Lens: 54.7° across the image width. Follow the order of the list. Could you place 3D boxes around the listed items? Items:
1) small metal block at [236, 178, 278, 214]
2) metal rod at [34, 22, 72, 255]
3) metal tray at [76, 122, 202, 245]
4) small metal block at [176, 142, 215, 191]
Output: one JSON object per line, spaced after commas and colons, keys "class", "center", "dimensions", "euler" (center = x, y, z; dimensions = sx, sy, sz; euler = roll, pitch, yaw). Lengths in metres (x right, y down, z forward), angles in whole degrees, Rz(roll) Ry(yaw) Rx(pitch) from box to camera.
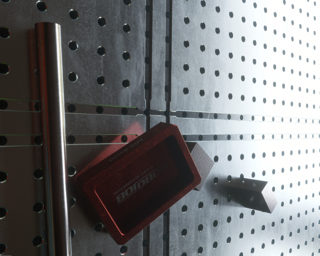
{"class": "small metal block", "center": [0.166, 0.115, 0.532], "dimensions": [0.025, 0.050, 0.050], "euler": [-44, 117, -31]}
{"class": "metal rod", "center": [-0.108, 0.046, 0.318], "dimensions": [0.025, 0.025, 0.298], "euler": [-4, 93, -40]}
{"class": "metal tray", "center": [-0.020, 0.063, 0.371], "dimensions": [0.131, 0.030, 0.090], "euler": [-34, 112, -22]}
{"class": "small metal block", "center": [0.046, 0.055, 0.448], "dimensions": [0.050, 0.025, 0.050], "euler": [48, 62, -29]}
